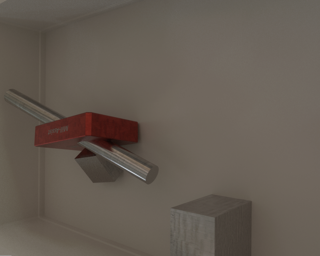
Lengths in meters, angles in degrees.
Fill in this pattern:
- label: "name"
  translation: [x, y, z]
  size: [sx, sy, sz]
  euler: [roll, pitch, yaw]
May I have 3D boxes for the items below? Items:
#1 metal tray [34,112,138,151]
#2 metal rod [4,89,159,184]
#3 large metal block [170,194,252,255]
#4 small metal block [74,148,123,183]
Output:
- label: "metal tray"
  translation: [-0.107, 0.009, 0.447]
  size: [0.130, 0.091, 0.030]
  euler: [-10, 76, 39]
- label: "metal rod"
  translation: [-0.129, 0.002, 0.445]
  size: [0.300, 0.025, 0.025]
  euler: [25, 106, 29]
- label: "large metal block"
  translation: [0.055, 0.120, 0.324]
  size: [0.050, 0.081, 0.079]
  euler: [1, 90, 40]
- label: "small metal block"
  translation: [-0.091, 0.055, 0.463]
  size: [0.050, 0.025, 0.050]
  euler: [-11, 120, 39]
